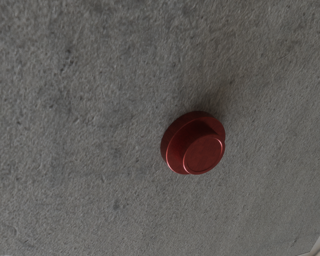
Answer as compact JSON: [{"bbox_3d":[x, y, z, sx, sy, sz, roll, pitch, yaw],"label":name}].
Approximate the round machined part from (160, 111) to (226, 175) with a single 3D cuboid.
[{"bbox_3d":[0.054,0.028,0.445,0.099,0.042,0.097,-14,125,-21],"label":"round machined part"}]
